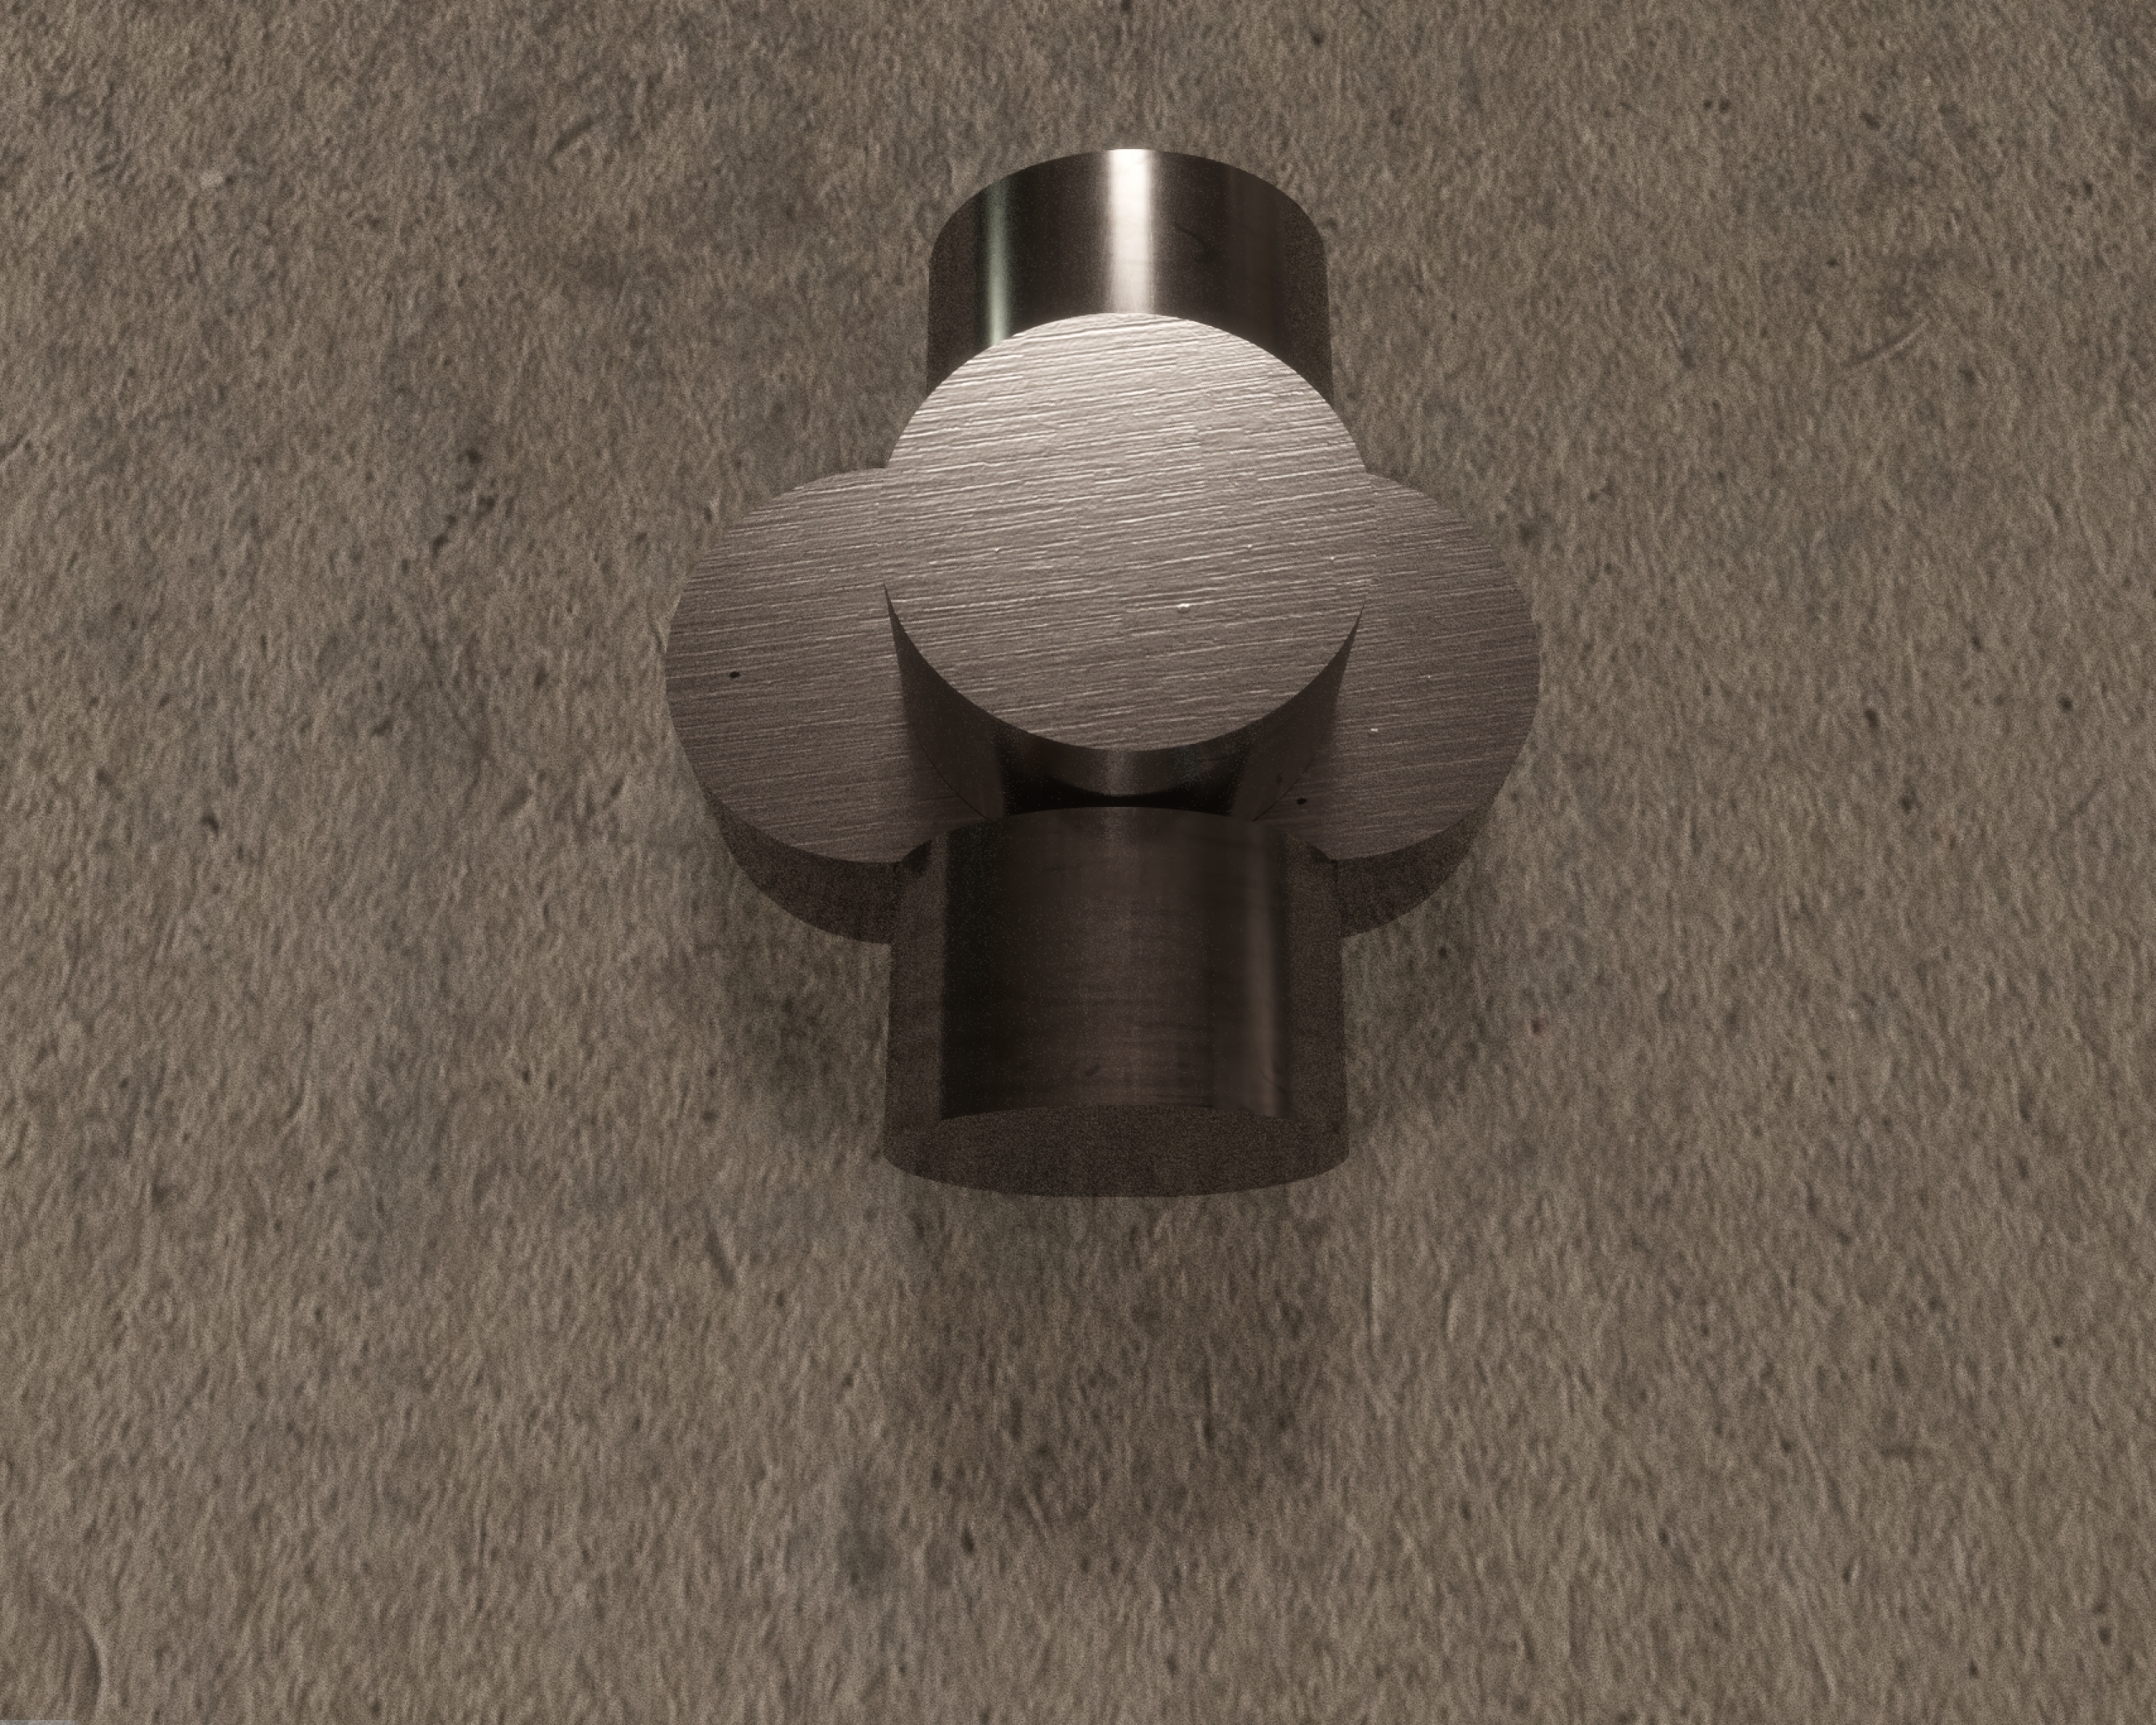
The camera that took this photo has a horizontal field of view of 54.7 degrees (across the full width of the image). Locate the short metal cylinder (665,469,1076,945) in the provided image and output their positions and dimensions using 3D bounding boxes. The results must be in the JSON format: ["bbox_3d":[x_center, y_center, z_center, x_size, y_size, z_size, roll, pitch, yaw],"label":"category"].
[{"bbox_3d":[-0.035,-0.029,0.406,0.081,0.050,0.080,0,70,0],"label":"short metal cylinder"}]

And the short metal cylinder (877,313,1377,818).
[{"bbox_3d":[0.008,-0.046,0.359,0.081,0.050,0.080,0,70,0],"label":"short metal cylinder"}]

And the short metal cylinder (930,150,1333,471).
[{"bbox_3d":[0.010,-0.095,0.416,0.081,0.080,0.050,0,70,-1],"label":"short metal cylinder"}]

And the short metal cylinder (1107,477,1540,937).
[{"bbox_3d":[0.045,-0.030,0.407,0.081,0.050,0.080,0,70,0],"label":"short metal cylinder"}]

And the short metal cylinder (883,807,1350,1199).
[{"bbox_3d":[0.007,0.028,0.371,0.081,0.080,0.050,0,70,0],"label":"short metal cylinder"}]
